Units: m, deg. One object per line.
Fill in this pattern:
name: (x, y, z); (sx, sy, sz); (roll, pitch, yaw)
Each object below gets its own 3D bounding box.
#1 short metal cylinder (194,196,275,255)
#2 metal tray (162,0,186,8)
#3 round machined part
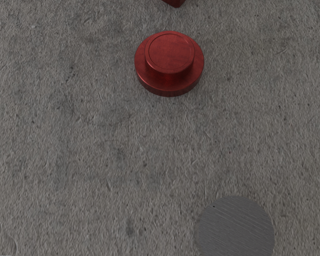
short metal cylinder: (0.081, 0.120, 0.352); (0.081, 0.050, 0.080); (0, 70, 0)
metal tray: (0.029, -0.266, 0.502); (0.090, 0.030, 0.130); (34, 73, 11)
round machined part: (0.013, -0.096, 0.434); (0.099, 0.042, 0.098); (0, 70, 0)
